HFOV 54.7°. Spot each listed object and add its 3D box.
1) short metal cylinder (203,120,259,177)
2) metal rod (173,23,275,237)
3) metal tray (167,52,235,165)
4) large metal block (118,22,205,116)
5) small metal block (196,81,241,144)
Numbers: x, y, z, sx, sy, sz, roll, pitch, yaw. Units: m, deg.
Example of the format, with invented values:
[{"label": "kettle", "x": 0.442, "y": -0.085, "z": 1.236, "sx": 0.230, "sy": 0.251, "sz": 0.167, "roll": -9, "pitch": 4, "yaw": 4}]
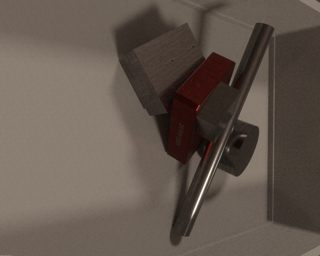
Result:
[{"label": "short metal cylinder", "x": 0.107, "y": 0.026, "z": 0.463, "sx": 0.081, "sy": 0.050, "sz": 0.079, "roll": -37, "pitch": 139, "yaw": -41}, {"label": "metal rod", "x": 0.083, "y": 0.008, "z": 0.417, "sx": 0.025, "sy": 0.025, "sz": 0.298, "roll": 15, "pitch": 100, "yaw": -40}, {"label": "metal tray", "x": 0.050, "y": -0.021, "z": 0.397, "sx": 0.090, "sy": 0.030, "sz": 0.129, "roll": -49, "pitch": 160, "yaw": -29}, {"label": "large metal block", "x": 0.010, "y": -0.071, "z": 0.383, "sx": 0.080, "sy": 0.050, "sz": 0.080, "roll": -34, "pitch": 102, "yaw": -23}, {"label": "small metal block", "x": 0.066, "y": -0.017, "z": 0.354, "sx": 0.050, "sy": 0.025, "sz": 0.050, "roll": -54, "pitch": 162, "yaw": -16}]
